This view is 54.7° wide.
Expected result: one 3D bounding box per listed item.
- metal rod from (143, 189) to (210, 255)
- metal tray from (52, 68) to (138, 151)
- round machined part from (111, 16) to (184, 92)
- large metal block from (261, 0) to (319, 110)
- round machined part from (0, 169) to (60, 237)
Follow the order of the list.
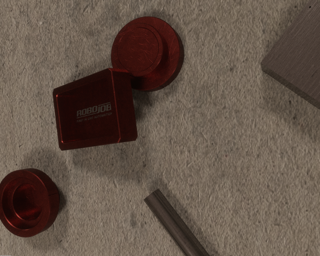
[{"bbox_3d":[0.080,0.202,0.380,0.025,0.025,0.300,-42,77,15],"label":"metal rod"},{"bbox_3d":[-0.091,-0.020,0.413,0.130,0.030,0.089,-10,87,40],"label":"metal tray"},{"bbox_3d":[-0.021,-0.098,0.407,0.098,0.042,0.097,0,90,19],"label":"round machined part"},{"bbox_3d":[0.169,-0.077,0.336,0.080,0.050,0.080,40,102,15],"label":"large metal block"},{"bbox_3d":[-0.192,0.109,0.466,0.098,0.042,0.097,0,90,19],"label":"round machined part"}]
